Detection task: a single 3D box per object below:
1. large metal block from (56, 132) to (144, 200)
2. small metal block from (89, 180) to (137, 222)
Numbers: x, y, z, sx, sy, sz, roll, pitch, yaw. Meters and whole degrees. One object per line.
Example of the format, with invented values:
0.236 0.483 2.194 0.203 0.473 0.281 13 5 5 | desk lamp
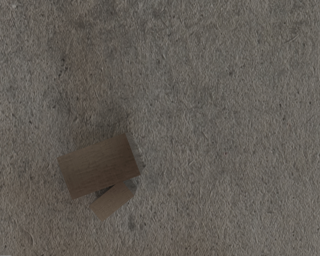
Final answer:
-0.068 0.042 0.382 0.080 0.080 0.050 -20 90 0 | large metal block
-0.058 0.088 0.397 0.050 0.050 0.025 -39 90 0 | small metal block
